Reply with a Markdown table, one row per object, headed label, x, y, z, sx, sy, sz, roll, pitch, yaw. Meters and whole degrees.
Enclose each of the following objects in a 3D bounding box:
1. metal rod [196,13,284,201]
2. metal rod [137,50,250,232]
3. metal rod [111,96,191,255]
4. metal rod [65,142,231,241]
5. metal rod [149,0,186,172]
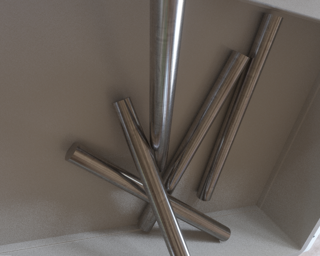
| label | x | y | z | sx | sy | sz | roll | pitch | yaw |
| --- | --- | --- | --- | --- | --- | --- | --- | --- | --- |
| metal rod | 0.111 | -0.015 | 0.461 | 0.025 | 0.025 | 0.298 | 1 | 118 | -30 |
| metal rod | 0.041 | 0.029 | 0.451 | 0.025 | 0.025 | 0.298 | 16 | 110 | -35 |
| metal rod | 0.004 | 0.105 | 0.394 | 0.025 | 0.025 | 0.298 | -23 | 101 | -15 |
| metal rod | 0.001 | 0.103 | 0.444 | 0.301 | 0.025 | 0.025 | 35 | 99 | -30 |
| metal rod | 0.002 | -0.025 | 0.316 | 0.025 | 0.025 | 0.299 | -23 | 152 | -15 |
